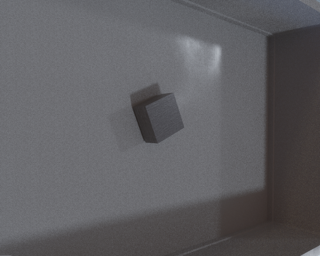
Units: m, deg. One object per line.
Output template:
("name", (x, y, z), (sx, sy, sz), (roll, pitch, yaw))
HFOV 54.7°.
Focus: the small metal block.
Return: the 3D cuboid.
("small metal block", (-0.001, -0.013, 0.404), (0.050, 0.025, 0.050), (-30, 109, -36))
